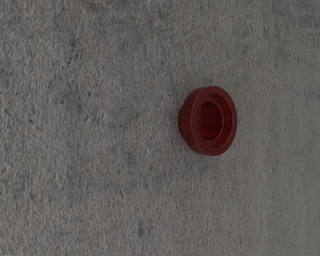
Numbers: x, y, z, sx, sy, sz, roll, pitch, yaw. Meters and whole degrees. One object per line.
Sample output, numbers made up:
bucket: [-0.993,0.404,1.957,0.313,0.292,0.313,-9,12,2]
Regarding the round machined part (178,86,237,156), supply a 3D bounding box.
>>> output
round machined part: [0.064,-0.010,0.446,0.099,0.042,0.097,0,90,-40]
